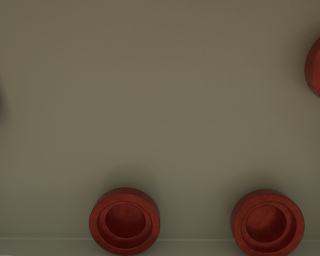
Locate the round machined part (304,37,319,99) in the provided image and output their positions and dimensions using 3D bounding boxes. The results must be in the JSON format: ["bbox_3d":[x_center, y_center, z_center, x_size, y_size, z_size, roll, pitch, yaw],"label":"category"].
[{"bbox_3d":[0.224,-0.077,0.375,0.099,0.042,0.097,0,110,0],"label":"round machined part"}]

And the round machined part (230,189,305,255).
[{"bbox_3d":[0.150,0.134,0.446,0.099,0.042,0.097,0,98,1],"label":"round machined part"}]

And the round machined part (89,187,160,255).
[{"bbox_3d":[-0.048,0.129,0.446,0.099,0.042,0.097,0,105,0],"label":"round machined part"}]
